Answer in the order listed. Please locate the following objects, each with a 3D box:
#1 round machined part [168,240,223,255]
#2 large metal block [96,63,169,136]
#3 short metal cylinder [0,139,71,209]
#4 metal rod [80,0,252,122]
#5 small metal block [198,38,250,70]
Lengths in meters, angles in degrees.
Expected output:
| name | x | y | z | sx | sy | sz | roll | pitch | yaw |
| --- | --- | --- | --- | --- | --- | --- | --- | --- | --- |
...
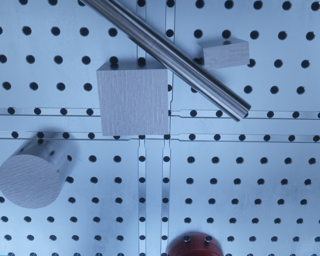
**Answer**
| name | x | y | z | sx | sy | sz | roll | pitch | yaw |
| --- | --- | --- | --- | --- | --- | --- | --- | --- | --- |
| round machined part | 0.058 | 0.231 | 0.491 | 0.099 | 0.042 | 0.097 | 0 | 110 | -1 |
| large metal block | -0.031 | -0.037 | 0.386 | 0.081 | 0.050 | 0.079 | -2 | 110 | 0 |
| short metal cylinder | -0.168 | 0.061 | 0.420 | 0.081 | 0.050 | 0.079 | 0 | 110 | -1 |
| metal rod | -0.025 | -0.108 | 0.343 | 0.301 | 0.025 | 0.025 | 37 | 106 | -2 |
| small metal block | 0.074 | -0.088 | 0.369 | 0.050 | 0.050 | 0.025 | -8 | 110 | 2 |
